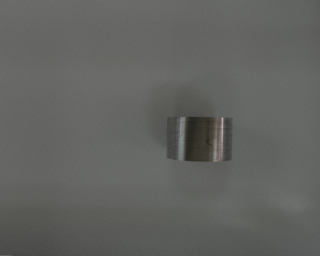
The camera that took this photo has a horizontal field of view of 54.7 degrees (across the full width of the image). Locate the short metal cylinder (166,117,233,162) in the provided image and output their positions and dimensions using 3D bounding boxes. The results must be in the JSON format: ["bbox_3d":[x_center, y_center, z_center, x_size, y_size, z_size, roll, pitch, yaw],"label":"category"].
[{"bbox_3d":[0.049,0.012,0.385,0.081,0.080,0.050,1,90,-1],"label":"short metal cylinder"}]
